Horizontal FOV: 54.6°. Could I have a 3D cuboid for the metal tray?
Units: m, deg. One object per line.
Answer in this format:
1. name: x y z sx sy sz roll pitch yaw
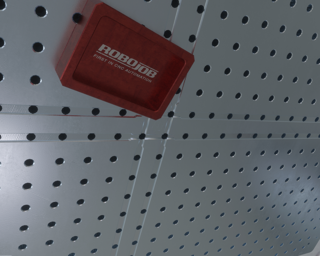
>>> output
1. metal tray: -0.035 -0.070 0.344 0.131 0.030 0.090 20 108 -36
